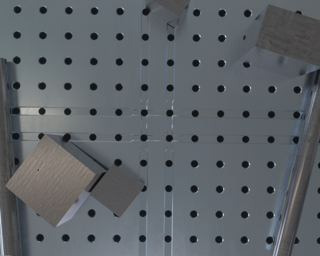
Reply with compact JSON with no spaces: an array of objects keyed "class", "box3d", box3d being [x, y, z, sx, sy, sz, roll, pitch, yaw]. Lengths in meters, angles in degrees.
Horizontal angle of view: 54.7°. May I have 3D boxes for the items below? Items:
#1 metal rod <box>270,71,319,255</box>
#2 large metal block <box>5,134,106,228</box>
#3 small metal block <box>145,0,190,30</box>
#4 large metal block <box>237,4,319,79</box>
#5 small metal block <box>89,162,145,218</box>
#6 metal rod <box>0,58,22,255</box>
[{"class":"metal rod","box3d":[0.196,0.028,0.414,0.025,0.025,0.298,14,90,0]},{"class":"large metal block","box3d":[-0.129,0.064,0.395,0.080,0.050,0.080,37,90,7]},{"class":"small metal block","box3d":[0.009,-0.159,0.401,0.050,0.050,0.025,32,90,0]},{"class":"large metal block","box3d":[0.152,-0.103,0.387,0.080,0.080,0.050,17,90,0]},{"class":"small metal block","box3d":[-0.056,0.081,0.413,0.050,0.025,0.050,38,90,-1]},{"class":"metal rod","box3d":[-0.206,0.058,0.411,0.025,0.025,0.298,-5,90,0]}]
